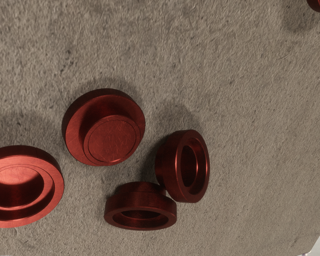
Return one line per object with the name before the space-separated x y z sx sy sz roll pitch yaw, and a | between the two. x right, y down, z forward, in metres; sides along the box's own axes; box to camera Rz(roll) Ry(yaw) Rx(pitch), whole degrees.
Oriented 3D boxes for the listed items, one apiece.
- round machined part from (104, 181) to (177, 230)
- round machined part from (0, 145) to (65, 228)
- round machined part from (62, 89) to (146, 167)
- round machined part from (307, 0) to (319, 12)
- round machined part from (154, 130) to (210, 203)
round machined part | -0.026 0.107 0.430 0.099 0.042 0.098 1 145 1
round machined part | -0.161 0.060 0.345 0.099 0.042 0.097 -14 125 -21
round machined part | -0.062 0.006 0.367 0.099 0.042 0.097 -14 125 -21
round machined part | 0.223 -0.199 0.397 0.099 0.042 0.097 -14 125 -21
round machined part | 0.029 0.052 0.424 0.098 0.042 0.097 13 75 -56
